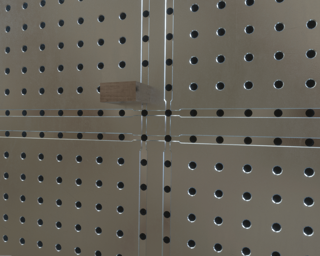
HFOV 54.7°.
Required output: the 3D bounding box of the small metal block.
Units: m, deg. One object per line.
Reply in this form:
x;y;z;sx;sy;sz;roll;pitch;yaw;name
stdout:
-0.045;-0.046;0.414;0.050;0.050;0.025;0;90;19;small metal block
